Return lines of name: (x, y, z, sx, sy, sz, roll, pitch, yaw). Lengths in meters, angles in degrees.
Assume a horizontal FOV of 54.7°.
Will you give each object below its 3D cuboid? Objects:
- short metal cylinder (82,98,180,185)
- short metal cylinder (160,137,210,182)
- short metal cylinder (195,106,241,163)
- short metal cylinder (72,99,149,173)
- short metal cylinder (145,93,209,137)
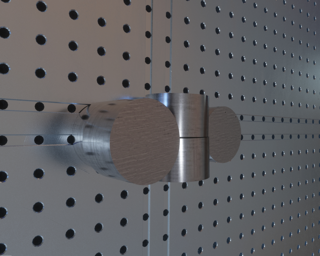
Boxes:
short metal cylinder: (-0.027, 0.012, 0.303, 0.081, 0.050, 0.079, 0, 90, -40)
short metal cylinder: (0.022, 0.036, 0.391, 0.081, 0.080, 0.050, -2, 91, -40)
short metal cylinder: (0.074, 0.009, 0.453, 0.081, 0.050, 0.079, 0, 90, -40)
short metal cylinder: (-0.050, 0.009, 0.350, 0.081, 0.050, 0.079, 0, 90, -40)
short metal cylinder: (0.021, -0.015, 0.391, 0.081, 0.080, 0.050, 1, 90, -40)
